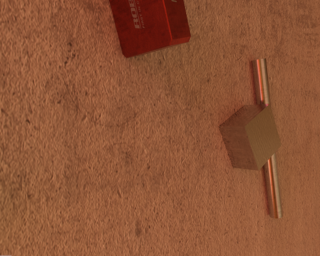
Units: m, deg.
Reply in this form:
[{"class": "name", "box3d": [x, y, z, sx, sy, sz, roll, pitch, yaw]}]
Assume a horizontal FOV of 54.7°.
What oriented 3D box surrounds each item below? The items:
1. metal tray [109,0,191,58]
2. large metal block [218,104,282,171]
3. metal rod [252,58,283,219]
[{"class": "metal tray", "box3d": [-0.020, -0.151, 0.346, 0.030, 0.090, 0.129, -23, 105, -38]}, {"class": "large metal block", "box3d": [0.153, 0.014, 0.520, 0.081, 0.050, 0.080, -35, 112, -35]}, {"class": "metal rod", "box3d": [0.201, 0.023, 0.576, 0.025, 0.025, 0.298, -15, 100, -39]}]
